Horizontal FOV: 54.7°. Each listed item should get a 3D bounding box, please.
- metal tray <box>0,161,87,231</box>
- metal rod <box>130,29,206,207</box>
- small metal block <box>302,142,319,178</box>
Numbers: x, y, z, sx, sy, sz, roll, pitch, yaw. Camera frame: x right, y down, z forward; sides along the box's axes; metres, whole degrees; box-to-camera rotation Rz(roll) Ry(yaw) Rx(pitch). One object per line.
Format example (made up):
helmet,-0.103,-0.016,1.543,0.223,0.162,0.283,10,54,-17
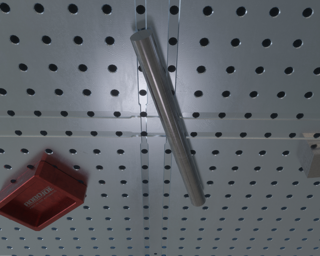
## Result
metal tray,-0.195,0.115,0.503,0.130,0.030,0.090,-35,123,25
metal rod,0.022,0.011,0.420,0.025,0.025,0.299,-13,129,10
small metal block,0.241,0.046,0.453,0.050,0.025,0.050,-5,130,4
